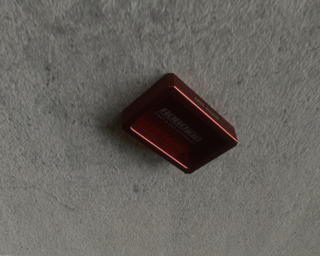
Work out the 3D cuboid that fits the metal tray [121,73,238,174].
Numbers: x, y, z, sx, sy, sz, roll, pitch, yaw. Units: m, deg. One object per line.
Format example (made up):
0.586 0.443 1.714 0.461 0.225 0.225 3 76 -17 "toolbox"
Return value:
0.026 0.000 0.404 0.090 0.030 0.130 -37 122 27 "metal tray"
